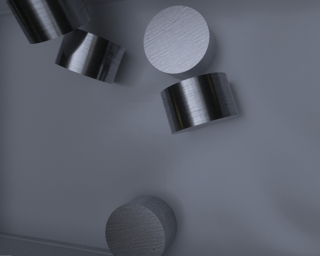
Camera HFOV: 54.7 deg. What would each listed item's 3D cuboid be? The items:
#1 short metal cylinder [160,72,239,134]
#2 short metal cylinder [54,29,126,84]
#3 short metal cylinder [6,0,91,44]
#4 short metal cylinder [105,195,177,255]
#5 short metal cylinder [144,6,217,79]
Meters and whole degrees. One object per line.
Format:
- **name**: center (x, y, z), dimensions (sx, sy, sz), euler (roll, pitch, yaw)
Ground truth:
- **short metal cylinder**: center (0.046, -0.027, 0.365), dimensions (0.080, 0.080, 0.050), euler (-17, 84, 19)
- **short metal cylinder**: center (-0.092, -0.096, 0.413), dimensions (0.080, 0.080, 0.050), euler (23, 98, 18)
- **short metal cylinder**: center (-0.129, -0.140, 0.365), dimensions (0.080, 0.080, 0.050), euler (-9, 123, 19)
- **short metal cylinder**: center (-0.023, 0.133, 0.404), dimensions (0.080, 0.050, 0.079), euler (0, 90, 19)
- **short metal cylinder**: center (0.026, -0.104, 0.387), dimensions (0.080, 0.050, 0.079), euler (0, 90, 19)
